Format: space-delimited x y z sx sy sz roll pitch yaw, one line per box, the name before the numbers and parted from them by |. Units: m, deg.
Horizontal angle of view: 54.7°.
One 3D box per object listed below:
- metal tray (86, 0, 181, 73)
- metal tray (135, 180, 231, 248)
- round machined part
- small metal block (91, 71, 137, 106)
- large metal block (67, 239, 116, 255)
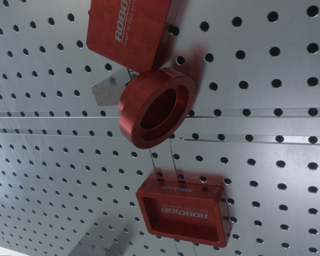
metal tray | -0.029 -0.133 0.341 0.090 0.030 0.129 27 128 11
metal tray | 0.035 0.128 0.468 0.130 0.030 0.089 0 119 28
round machined part | -0.008 -0.027 0.356 0.042 0.099 0.097 40 132 27
small metal block | -0.048 -0.050 0.389 0.050 0.050 0.025 -1 118 29
large metal block | -0.144 0.278 0.624 0.080 0.080 0.050 0 119 28
